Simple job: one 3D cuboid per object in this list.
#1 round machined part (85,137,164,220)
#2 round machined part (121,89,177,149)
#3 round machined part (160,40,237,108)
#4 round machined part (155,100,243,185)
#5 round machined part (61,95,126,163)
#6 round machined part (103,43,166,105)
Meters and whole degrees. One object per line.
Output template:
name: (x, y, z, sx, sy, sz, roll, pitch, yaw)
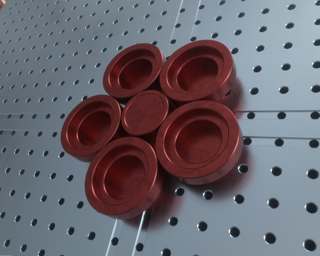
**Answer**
round machined part: (-0.039, 0.063, 0.379, 0.098, 0.042, 0.098, -13, 56, 21)
round machined part: (-0.012, -0.011, 0.411, 0.098, 0.042, 0.098, -13, 56, 21)
round machined part: (0.052, -0.065, 0.410, 0.098, 0.042, 0.098, -13, 56, 21)
round machined part: (0.047, 0.020, 0.361, 0.098, 0.042, 0.098, -13, 56, 21)
round machined part: (-0.088, 0.004, 0.441, 0.098, 0.042, 0.098, -13, 56, 21)
round machined part: (-0.032, -0.075, 0.461, 0.098, 0.042, 0.098, -13, 56, 21)
